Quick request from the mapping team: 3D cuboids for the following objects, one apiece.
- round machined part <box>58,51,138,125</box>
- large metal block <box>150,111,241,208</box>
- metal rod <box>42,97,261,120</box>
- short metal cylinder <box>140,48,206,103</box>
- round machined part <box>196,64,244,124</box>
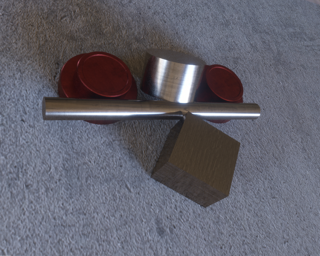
[{"bbox_3d":[-0.074,-0.056,0.388,0.099,0.042,0.098,14,56,-21],"label":"round machined part"},{"bbox_3d":[0.046,0.040,0.387,0.080,0.050,0.080,31,52,-9],"label":"large metal block"},{"bbox_3d":[0.011,-0.023,0.398,0.303,0.025,0.025,-1,62,-29],"label":"metal rod"},{"bbox_3d":[0.016,-0.072,0.418,0.081,0.050,0.080,11,23,-4],"label":"short metal cylinder"},{"bbox_3d":[0.088,-0.059,0.478,0.099,0.042,0.098,14,56,-21],"label":"round machined part"}]
